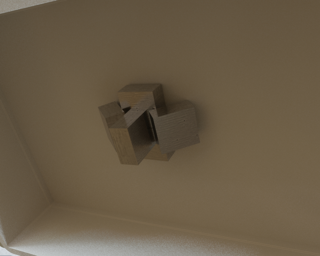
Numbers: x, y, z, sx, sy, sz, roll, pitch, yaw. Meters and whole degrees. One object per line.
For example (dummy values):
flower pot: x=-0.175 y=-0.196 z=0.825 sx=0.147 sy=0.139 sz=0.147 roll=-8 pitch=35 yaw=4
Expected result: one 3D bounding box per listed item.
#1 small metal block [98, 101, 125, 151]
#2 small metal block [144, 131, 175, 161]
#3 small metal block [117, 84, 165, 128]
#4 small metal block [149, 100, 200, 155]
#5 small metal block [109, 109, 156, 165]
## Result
small metal block: x=-0.060 y=-0.003 z=0.419 sx=0.050 sy=0.025 sz=0.050 roll=-137 pitch=29 yaw=-60
small metal block: x=-0.011 y=0.016 z=0.421 sx=0.050 sy=0.025 sz=0.050 roll=3 pitch=120 yaw=27
small metal block: x=-0.022 y=-0.028 z=0.399 sx=0.050 sy=0.025 sz=0.050 roll=2 pitch=120 yaw=26
small metal block: x=0.018 y=-0.001 z=0.381 sx=0.050 sy=0.025 sz=0.050 roll=-17 pitch=117 yaw=-8
small metal block: x=-0.032 y=0.010 z=0.380 sx=0.025 sy=0.050 sz=0.050 roll=0 pitch=119 yaw=27
